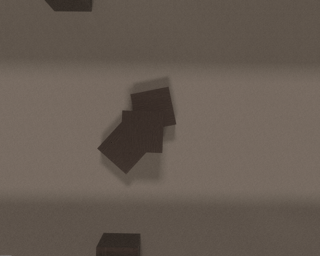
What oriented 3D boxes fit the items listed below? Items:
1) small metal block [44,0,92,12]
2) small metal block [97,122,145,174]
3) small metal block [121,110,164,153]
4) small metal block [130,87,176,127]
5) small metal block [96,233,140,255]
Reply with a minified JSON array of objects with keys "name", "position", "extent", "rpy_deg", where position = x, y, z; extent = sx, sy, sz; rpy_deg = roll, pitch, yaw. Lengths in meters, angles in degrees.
[{"name":"small metal block","position":[-0.118,-0.171,0.397],"extent":[0.050,0.050,0.025],"rpy_deg":[0,90,-1]},{"name":"small metal block","position":[-0.045,0.025,0.411],"extent":[0.050,0.025,0.050],"rpy_deg":[42,90,-1]},{"name":"small metal block","position":[-0.021,0.004,0.386],"extent":[0.050,0.025,0.050],"rpy_deg":[2,90,-1]},{"name":"small metal block","position":[-0.009,-0.024,0.411],"extent":[0.050,0.025,0.050],"rpy_deg":[-12,90,-1]},{"name":"small metal block","position":[-0.052,0.157,0.398],"extent":[0.050,0.050,0.025],"rpy_deg":[1,90,-1]}]
